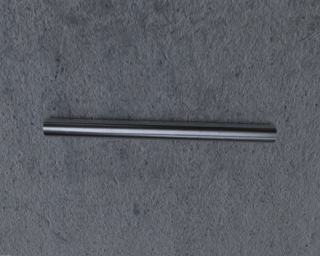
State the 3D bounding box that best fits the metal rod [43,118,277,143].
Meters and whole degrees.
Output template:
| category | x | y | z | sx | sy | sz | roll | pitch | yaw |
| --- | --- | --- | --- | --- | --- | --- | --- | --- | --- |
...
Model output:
| category | x | y | z | sx | sy | sz | roll | pitch | yaw |
| --- | --- | --- | --- | --- | --- | --- | --- | --- | --- |
| metal rod | 0.001 | 0.004 | 0.412 | 0.302 | 0.025 | 0.025 | 2 | 110 | -1 |
